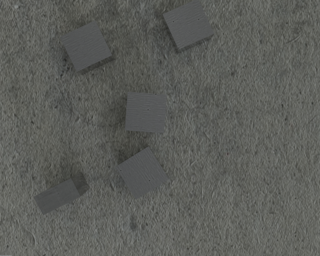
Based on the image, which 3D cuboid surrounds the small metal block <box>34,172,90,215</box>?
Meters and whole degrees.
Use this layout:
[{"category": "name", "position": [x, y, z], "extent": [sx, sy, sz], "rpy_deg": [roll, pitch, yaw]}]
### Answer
[{"category": "small metal block", "position": [-0.124, 0.082, 0.396], "extent": [0.050, 0.050, 0.025], "rpy_deg": [-26, 90, 0]}]

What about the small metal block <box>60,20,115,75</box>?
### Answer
[{"category": "small metal block", "position": [-0.095, -0.105, 0.409], "extent": [0.050, 0.025, 0.050], "rpy_deg": [-26, 90, 0]}]

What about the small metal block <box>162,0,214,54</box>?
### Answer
[{"category": "small metal block", "position": [0.037, -0.134, 0.410], "extent": [0.050, 0.025, 0.050], "rpy_deg": [-24, 90, 0]}]

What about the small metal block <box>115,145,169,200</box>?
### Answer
[{"category": "small metal block", "position": [-0.023, 0.058, 0.410], "extent": [0.050, 0.025, 0.050], "rpy_deg": [-32, 90, 0]}]

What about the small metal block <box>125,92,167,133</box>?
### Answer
[{"category": "small metal block", "position": [-0.018, -0.020, 0.410], "extent": [0.050, 0.025, 0.050], "rpy_deg": [4, 90, 0]}]
